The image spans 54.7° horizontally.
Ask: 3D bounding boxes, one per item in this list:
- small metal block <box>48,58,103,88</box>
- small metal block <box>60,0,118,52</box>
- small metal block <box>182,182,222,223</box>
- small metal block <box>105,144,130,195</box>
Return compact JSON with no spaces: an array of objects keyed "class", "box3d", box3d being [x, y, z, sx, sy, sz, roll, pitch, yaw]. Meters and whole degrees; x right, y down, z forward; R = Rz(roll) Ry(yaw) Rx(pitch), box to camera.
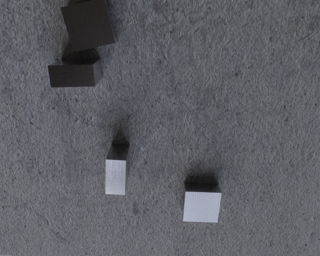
[{"class":"small metal block","box3d":[-0.099,-0.067,0.371,0.050,0.050,0.025,-1,110,0]},{"class":"small metal block","box3d":[-0.082,-0.121,0.364,0.050,0.025,0.050,-11,110,4]},{"class":"small metal block","box3d":[0.059,0.108,0.450,0.050,0.025,0.050,2,110,-1]},{"class":"small metal block","box3d":[-0.056,0.054,0.416,0.025,0.050,0.050,3,110,-1]}]
